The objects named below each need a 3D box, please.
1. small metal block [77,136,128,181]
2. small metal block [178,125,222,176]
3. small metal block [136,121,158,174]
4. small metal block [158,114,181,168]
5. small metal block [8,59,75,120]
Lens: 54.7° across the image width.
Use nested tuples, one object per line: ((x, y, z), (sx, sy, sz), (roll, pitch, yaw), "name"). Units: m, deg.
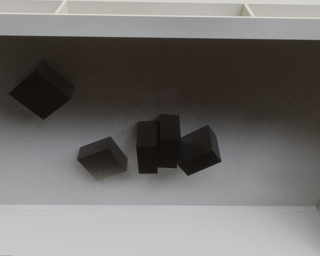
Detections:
((-0.082, 0.045, 0.446), (0.050, 0.025, 0.050), (-20, 128, 16), "small metal block")
((0.051, 0.030, 0.418), (0.050, 0.050, 0.025), (-27, 125, 21), "small metal block")
((-0.016, 0.026, 0.414), (0.025, 0.050, 0.050), (-1, 130, 1), "small metal block")
((0.011, 0.017, 0.407), (0.025, 0.050, 0.050), (3, 130, -3), "small metal block")
((-0.140, -0.045, 0.370), (0.050, 0.025, 0.050), (-31, 124, 23), "small metal block")
